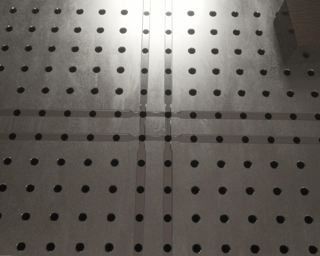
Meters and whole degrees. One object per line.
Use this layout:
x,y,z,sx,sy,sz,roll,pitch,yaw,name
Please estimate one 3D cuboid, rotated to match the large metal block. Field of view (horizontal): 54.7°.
0.222,-0.142,0.453,0.081,0.050,0.080,-4,70,-2,large metal block
